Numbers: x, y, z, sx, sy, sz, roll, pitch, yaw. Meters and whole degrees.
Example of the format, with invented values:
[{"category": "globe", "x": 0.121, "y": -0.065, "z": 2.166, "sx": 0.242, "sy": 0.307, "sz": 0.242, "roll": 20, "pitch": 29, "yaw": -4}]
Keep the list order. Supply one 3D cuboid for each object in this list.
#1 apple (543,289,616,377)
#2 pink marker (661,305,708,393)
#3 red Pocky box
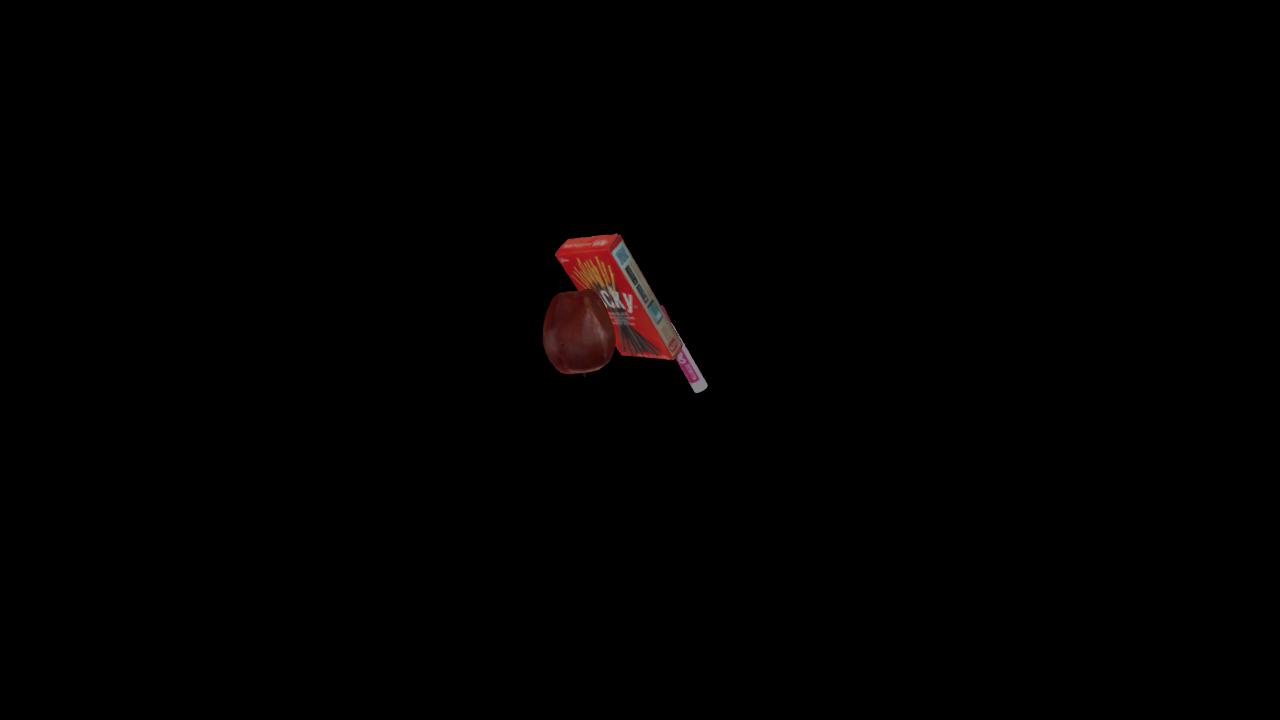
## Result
[{"category": "apple", "x": -0.066, "y": -0.027, "z": 0.653, "sx": 0.079, "sy": 0.093, "sz": 0.079, "roll": -8, "pitch": 8, "yaw": 1}, {"category": "pink marker", "x": 0.046, "y": -0.014, "z": 0.732, "sx": 0.020, "sy": 0.121, "sz": 0.020, "roll": -27, "pitch": 18, "yaw": 10}, {"category": "red Pocky box", "x": -0.021, "y": -0.063, "z": 0.660, "sx": 0.083, "sy": 0.028, "sz": 0.155, "roll": 6, "pitch": -41, "yaw": 43}]
